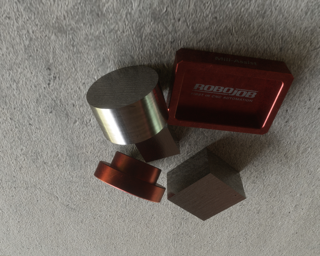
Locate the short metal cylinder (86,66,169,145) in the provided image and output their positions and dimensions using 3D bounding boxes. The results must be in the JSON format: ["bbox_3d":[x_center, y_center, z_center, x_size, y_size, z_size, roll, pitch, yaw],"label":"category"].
[{"bbox_3d":[-0.035,-0.027,0.348,0.080,0.080,0.050,-11,130,8],"label":"short metal cylinder"}]

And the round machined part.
[{"bbox_3d":[-0.037,0.064,0.427,0.099,0.098,0.042,26,83,-21],"label":"round machined part"}]

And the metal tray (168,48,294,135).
[{"bbox_3d":[0.077,-0.040,0.370,0.131,0.030,0.089,6,130,-6],"label":"metal tray"}]

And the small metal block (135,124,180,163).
[{"bbox_3d":[-0.005,0.016,0.421,0.050,0.025,0.050,-17,128,13],"label":"small metal block"}]

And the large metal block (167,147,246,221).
[{"bbox_3d":[0.067,0.086,0.465,0.080,0.050,0.080,36,121,-27],"label":"large metal block"}]
